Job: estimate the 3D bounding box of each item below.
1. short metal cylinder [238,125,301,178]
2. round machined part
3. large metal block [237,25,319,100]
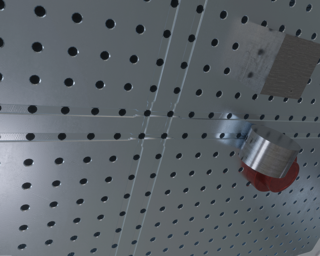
[{"bbox_3d":[0.172,0.035,0.491,0.081,0.080,0.050,7,115,-31],"label":"short metal cylinder"},{"bbox_3d":[0.212,0.078,0.564,0.099,0.042,0.097,-14,124,-21],"label":"round machined part"},{"bbox_3d":[0.167,-0.090,0.430,0.081,0.050,0.079,3,117,-30],"label":"large metal block"}]
